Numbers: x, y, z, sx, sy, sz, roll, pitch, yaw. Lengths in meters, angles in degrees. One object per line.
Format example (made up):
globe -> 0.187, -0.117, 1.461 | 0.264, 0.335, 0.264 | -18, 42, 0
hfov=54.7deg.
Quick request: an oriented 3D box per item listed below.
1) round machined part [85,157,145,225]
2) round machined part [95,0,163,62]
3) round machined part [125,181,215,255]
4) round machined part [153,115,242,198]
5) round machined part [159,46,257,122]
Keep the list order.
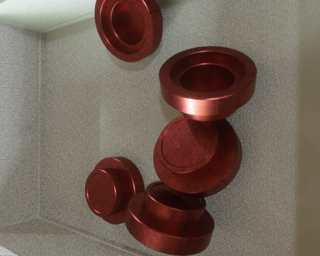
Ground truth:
round machined part -> -0.072, 0.092, 0.453 | 0.098, 0.042, 0.097 | 0, 90, 39
round machined part -> -0.036, -0.140, 0.407 | 0.098, 0.042, 0.097 | 21, 129, 29
round machined part -> 0.013, 0.093, 0.346 | 0.098, 0.099, 0.042 | 24, 106, 37
round machined part -> 0.036, 0.023, 0.339 | 0.098, 0.042, 0.098 | -13, 58, 22
round machined part -> 0.050, -0.044, 0.330 | 0.098, 0.099, 0.042 | 31, 146, 35
